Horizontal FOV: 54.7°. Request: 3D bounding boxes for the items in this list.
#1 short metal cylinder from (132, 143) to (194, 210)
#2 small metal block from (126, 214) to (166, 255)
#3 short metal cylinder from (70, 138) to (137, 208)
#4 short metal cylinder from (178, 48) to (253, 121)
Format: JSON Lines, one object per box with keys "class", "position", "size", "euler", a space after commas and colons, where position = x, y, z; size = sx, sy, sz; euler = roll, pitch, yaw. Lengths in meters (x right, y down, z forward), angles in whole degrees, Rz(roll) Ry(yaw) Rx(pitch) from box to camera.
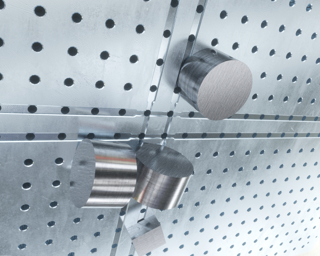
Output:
{"class": "short metal cylinder", "position": [-0.002, 0.063, 0.413], "size": [0.081, 0.080, 0.050], "euler": [7, 115, -32]}
{"class": "small metal block", "position": [-0.022, 0.178, 0.509], "size": [0.050, 0.025, 0.050], "euler": [-23, 127, -14]}
{"class": "short metal cylinder", "position": [-0.070, 0.055, 0.372], "size": [0.050, 0.080, 0.079], "euler": [10, 113, -33]}
{"class": "short metal cylinder", "position": [0.070, -0.056, 0.398], "size": [0.081, 0.050, 0.079], "euler": [-14, 124, -21]}
